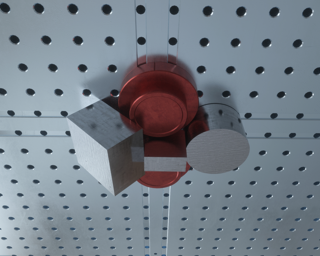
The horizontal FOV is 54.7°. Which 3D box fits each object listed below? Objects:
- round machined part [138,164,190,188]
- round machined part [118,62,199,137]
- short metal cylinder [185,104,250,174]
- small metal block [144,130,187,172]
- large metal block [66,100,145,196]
[{"bbox_3d":[-0.003,0.049,0.442,0.099,0.042,0.097,0,130,0],"label":"round machined part"},{"bbox_3d":[-0.002,-0.027,0.377,0.099,0.042,0.097,0,130,0],"label":"round machined part"},{"bbox_3d":[0.072,0.015,0.407,0.081,0.050,0.079,0,130,0],"label":"short metal cylinder"},{"bbox_3d":[0.006,0.027,0.390,0.050,0.050,0.025,1,130,-1],"label":"small metal block"},{"bbox_3d":[-0.066,0.024,0.387,0.050,0.080,0.079,-33,140,-32],"label":"large metal block"}]
